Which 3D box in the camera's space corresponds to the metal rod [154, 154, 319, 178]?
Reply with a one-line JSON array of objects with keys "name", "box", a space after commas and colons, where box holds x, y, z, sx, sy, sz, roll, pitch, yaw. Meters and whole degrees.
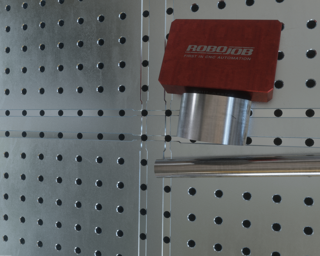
[{"name": "metal rod", "box": [0.139, 0.045, 0.363, 0.301, 0.025, 0.025, -4, 89, 19]}]

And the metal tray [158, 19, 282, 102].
[{"name": "metal tray", "box": [0.071, -0.083, 0.371, 0.130, 0.030, 0.090, 7, 75, 19]}]

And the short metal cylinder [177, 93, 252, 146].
[{"name": "short metal cylinder", "box": [0.062, -0.011, 0.361, 0.080, 0.080, 0.050, 8, 93, 19]}]
